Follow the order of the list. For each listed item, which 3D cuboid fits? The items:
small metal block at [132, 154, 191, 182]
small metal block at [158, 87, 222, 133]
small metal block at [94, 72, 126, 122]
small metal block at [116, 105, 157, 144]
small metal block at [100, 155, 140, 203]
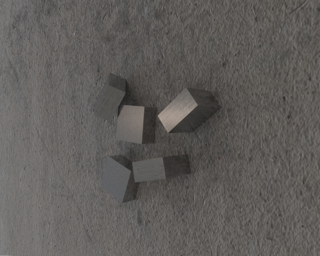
[{"bbox_3d":[0.002,0.050,0.387,0.050,0.050,0.025,-14,81,39],"label":"small metal block"},{"bbox_3d":[0.035,-0.019,0.360,0.050,0.050,0.025,-44,64,31],"label":"small metal block"},{"bbox_3d":[-0.072,-0.045,0.448,0.050,0.025,0.050,-59,20,23],"label":"small metal block"},{"bbox_3d":[-0.033,-0.006,0.433,0.050,0.025,0.050,7,95,39],"label":"small metal block"},{"bbox_3d":[-0.056,0.073,0.451,0.050,0.025,0.050,26,106,37],"label":"small metal block"}]
